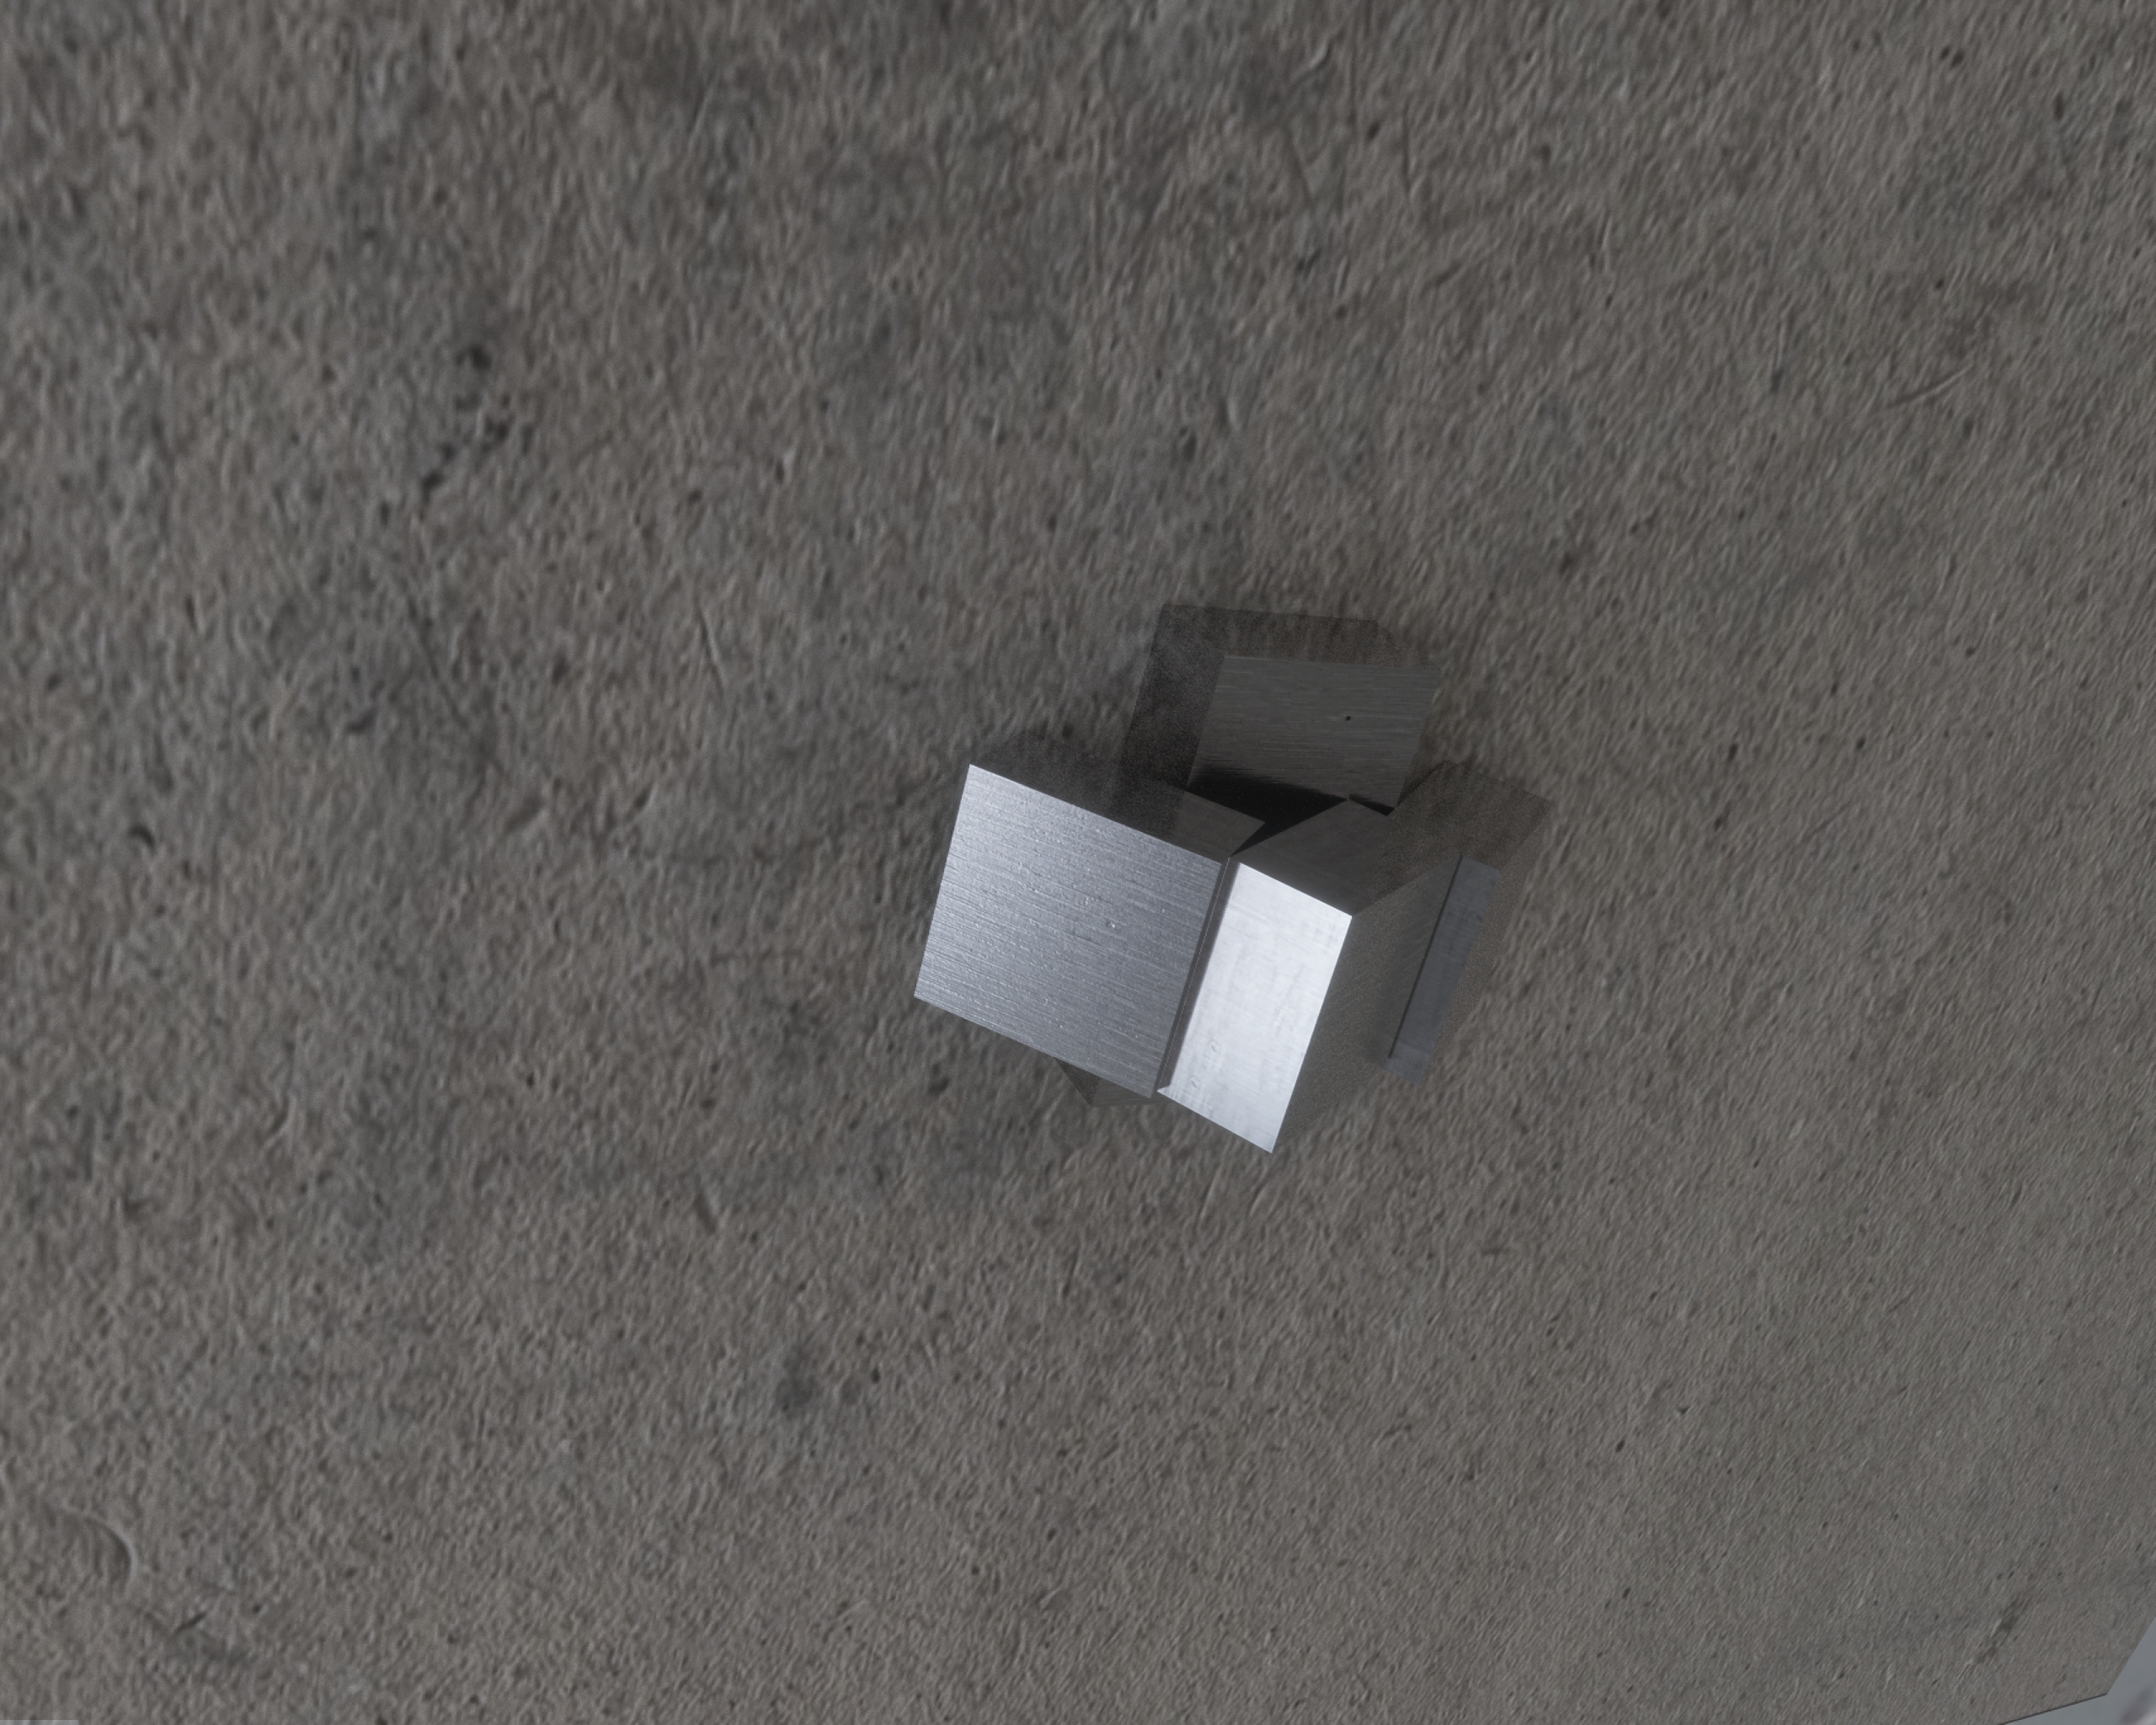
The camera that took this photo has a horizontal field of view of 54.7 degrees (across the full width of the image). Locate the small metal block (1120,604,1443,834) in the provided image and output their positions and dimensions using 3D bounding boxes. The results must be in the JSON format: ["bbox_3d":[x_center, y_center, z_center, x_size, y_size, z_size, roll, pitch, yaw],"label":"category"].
[{"bbox_3d":[0.038,-0.022,0.414,0.050,0.025,0.050,1,118,-29],"label":"small metal block"}]

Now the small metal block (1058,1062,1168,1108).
[{"bbox_3d":[0.026,0.022,0.434,0.050,0.025,0.050,1,118,-29],"label":"small metal block"}]

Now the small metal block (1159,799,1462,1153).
[{"bbox_3d":[0.045,0.020,0.396,0.050,0.025,0.050,-24,135,-55],"label":"small metal block"}]

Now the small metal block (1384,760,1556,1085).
[{"bbox_3d":[0.075,0.011,0.438,0.050,0.025,0.050,-35,145,-60],"label":"small metal block"}]

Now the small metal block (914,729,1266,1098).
[{"bbox_3d":[0.002,0.009,0.394,0.025,0.050,0.050,-39,148,-61],"label":"small metal block"}]
